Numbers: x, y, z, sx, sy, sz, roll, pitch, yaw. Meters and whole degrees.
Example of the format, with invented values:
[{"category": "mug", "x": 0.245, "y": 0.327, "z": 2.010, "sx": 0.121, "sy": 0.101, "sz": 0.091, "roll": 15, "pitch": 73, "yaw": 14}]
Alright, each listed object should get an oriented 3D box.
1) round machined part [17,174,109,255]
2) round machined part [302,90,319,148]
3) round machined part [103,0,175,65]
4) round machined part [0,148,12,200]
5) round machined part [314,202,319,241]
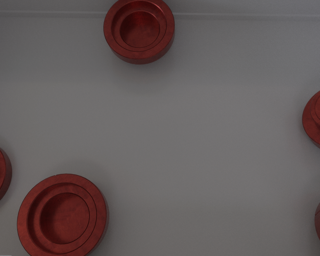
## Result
[{"category": "round machined part", "x": -0.108, "y": 0.105, "z": 0.361, "sx": 0.099, "sy": 0.042, "sz": 0.098, "roll": 0, "pitch": 70, "yaw": 0}, {"category": "round machined part", "x": 0.227, "y": -0.018, "z": 0.382, "sx": 0.098, "sy": 0.042, "sz": 0.098, "roll": -23, "pitch": 49, "yaw": 29}, {"category": "round machined part", "x": -0.027, "y": -0.137, "z": 0.444, "sx": 0.099, "sy": 0.042, "sz": 0.098, "roll": -1, "pitch": 80, "yaw": 4}, {"category": "round machined part", "x": -0.238, "y": 0.056, "z": 0.375, "sx": 0.099, "sy": 0.042, "sz": 0.098, "roll": 2, "pitch": 70, "yaw": -4}, {"category": "round machined part", "x": 0.227, "y": 0.116, "z": 0.351, "sx": 0.099, "sy": 0.042, "sz": 0.098, "roll": -2, "pitch": 55, "yaw": 3}]
